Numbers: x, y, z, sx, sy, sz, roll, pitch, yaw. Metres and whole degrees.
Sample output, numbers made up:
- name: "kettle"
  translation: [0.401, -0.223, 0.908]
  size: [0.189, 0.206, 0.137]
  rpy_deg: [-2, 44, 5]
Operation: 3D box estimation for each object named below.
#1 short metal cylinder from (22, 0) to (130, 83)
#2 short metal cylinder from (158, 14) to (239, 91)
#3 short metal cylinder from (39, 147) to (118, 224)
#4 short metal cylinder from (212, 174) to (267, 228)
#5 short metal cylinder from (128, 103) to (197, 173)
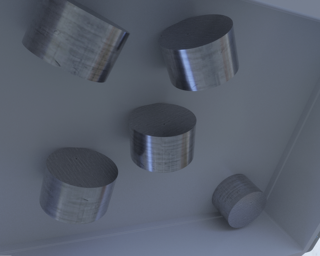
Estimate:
- name: "short metal cylinder"
  translation: [-0.074, -0.083, 0.281]
  size: [0.080, 0.080, 0.050]
  rpy_deg: [19, 108, -36]
- name: "short metal cylinder"
  translation: [0.044, -0.085, 0.344]
  size: [0.080, 0.080, 0.050]
  rpy_deg: [-28, 128, -11]
- name: "short metal cylinder"
  translation: [-0.094, 0.065, 0.362]
  size: [0.081, 0.080, 0.050]
  rpy_deg: [4, 116, -31]
- name: "short metal cylinder"
  translation: [0.140, 0.128, 0.548]
  size: [0.081, 0.050, 0.079]
  rpy_deg: [-14, 124, -21]
- name: "short metal cylinder"
  translation: [0.003, 0.010, 0.381]
  size: [0.081, 0.080, 0.050]
  rpy_deg: [-13, 124, -21]
